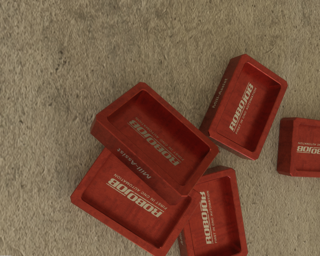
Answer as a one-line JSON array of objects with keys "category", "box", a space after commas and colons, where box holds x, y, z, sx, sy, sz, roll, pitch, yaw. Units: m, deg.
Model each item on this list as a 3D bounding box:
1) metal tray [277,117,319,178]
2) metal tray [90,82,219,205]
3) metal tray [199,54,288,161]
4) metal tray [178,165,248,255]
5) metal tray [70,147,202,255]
[{"category": "metal tray", "box": [0.254, 0.033, 0.499, 0.131, 0.030, 0.089, 5, 88, -20]}, {"category": "metal tray", "box": [-0.004, 0.014, 0.365, 0.130, 0.030, 0.090, 42, 50, 4]}, {"category": "metal tray", "box": [0.123, -0.029, 0.451, 0.090, 0.030, 0.130, 28, 81, -18]}, {"category": "metal tray", "box": [0.068, 0.126, 0.431, 0.091, 0.030, 0.129, -11, 94, -20]}, {"category": "metal tray", "box": [-0.028, 0.083, 0.376, 0.130, 0.030, 0.090, 34, 83, -3]}]
